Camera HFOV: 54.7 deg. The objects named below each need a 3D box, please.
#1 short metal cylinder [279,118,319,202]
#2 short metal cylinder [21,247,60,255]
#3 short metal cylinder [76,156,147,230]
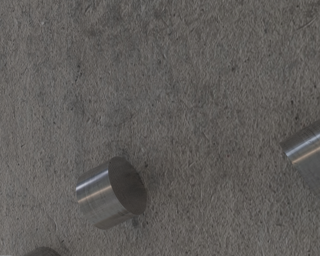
[{"bbox_3d":[0.169,0.036,0.320,0.050,0.080,0.080,-35,79,17],"label":"short metal cylinder"},{"bbox_3d":[-0.187,0.226,0.462,0.080,0.050,0.080,0,90,20],"label":"short metal cylinder"},{"bbox_3d":[-0.061,0.084,0.401,0.050,0.080,0.080,-29,81,18],"label":"short metal cylinder"}]
